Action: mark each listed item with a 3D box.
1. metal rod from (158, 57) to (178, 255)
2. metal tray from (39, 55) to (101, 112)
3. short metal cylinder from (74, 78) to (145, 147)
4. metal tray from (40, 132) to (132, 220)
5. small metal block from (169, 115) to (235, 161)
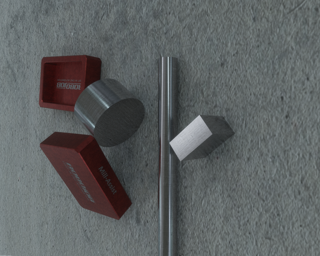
[{"bbox_3d":[0.010,0.061,0.394,0.025,0.025,0.298,0,90,39],"label":"metal rod"},{"bbox_3d":[-0.156,-0.075,0.527,0.130,0.030,0.089,9,95,39],"label":"metal tray"},{"bbox_3d":[-0.068,-0.020,0.423,0.050,0.081,0.080,43,116,31],"label":"short metal cylinder"},{"bbox_3d":[-0.104,0.067,0.439,0.090,0.030,0.129,3,128,39],"label":"metal tray"},{"bbox_3d":[0.048,0.011,0.348,0.050,0.050,0.025,-45,63,30],"label":"small metal block"}]
